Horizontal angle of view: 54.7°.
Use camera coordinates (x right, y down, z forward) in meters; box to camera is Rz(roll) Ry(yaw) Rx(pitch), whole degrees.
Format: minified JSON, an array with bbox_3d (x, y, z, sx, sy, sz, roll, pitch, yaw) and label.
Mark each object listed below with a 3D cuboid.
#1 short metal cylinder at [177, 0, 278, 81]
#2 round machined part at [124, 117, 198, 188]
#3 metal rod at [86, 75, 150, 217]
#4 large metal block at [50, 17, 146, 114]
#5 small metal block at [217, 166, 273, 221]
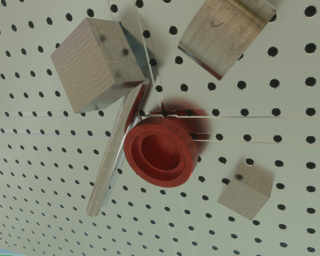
[{"bbox_3d":[0.061,-0.091,0.287,0.050,0.080,0.080,39,129,2],"label":"short metal cylinder"},{"bbox_3d":[0.005,0.028,0.414,0.098,0.042,0.097,13,124,20],"label":"round machined part"},{"bbox_3d":[-0.074,0.045,0.475,0.025,0.025,0.298,31,128,8],"label":"metal rod"},{"bbox_3d":[-0.076,-0.072,0.373,0.080,0.050,0.080,-29,82,37],"label":"large metal block"},{"bbox_3d":[0.110,0.086,0.406,0.050,0.025,0.050,28,128,10],"label":"small metal block"}]
